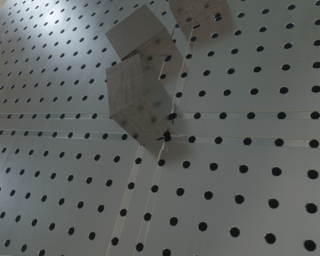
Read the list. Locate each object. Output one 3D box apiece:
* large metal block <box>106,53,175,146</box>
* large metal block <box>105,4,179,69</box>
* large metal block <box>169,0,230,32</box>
[{"bbox_3d":[-0.026,-0.036,0.409,0.050,0.080,0.080,-22,53,15],"label":"large metal block"},{"bbox_3d":[-0.030,-0.137,0.494,0.080,0.050,0.080,-35,51,5],"label":"large metal block"},{"bbox_3d":[0.058,-0.213,0.493,0.080,0.050,0.080,-18,55,17],"label":"large metal block"}]
